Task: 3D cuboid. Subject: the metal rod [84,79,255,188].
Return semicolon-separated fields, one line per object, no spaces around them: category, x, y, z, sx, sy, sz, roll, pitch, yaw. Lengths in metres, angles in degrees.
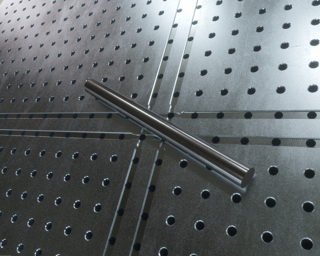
metal rod;-0.010;-0.008;0.417;0.300;0.025;0.025;31;79;37
